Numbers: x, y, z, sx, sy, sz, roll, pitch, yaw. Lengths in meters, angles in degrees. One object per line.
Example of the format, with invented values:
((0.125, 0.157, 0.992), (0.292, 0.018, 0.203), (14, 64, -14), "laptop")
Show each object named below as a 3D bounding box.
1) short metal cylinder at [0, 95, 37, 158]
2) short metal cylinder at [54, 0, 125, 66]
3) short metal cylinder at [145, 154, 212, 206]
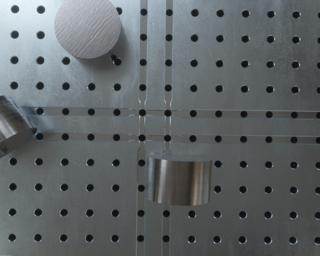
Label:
((-0.203, 0.003, 0.383), (0.080, 0.080, 0.050), (-36, 91, 0), "short metal cylinder")
((-0.088, -0.124, 0.400), (0.081, 0.050, 0.079), (0, 90, -1), "short metal cylinder")
((0.023, 0.062, 0.386), (0.081, 0.080, 0.050), (3, 90, -1), "short metal cylinder")
